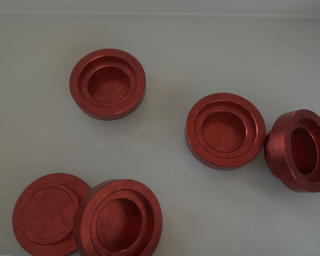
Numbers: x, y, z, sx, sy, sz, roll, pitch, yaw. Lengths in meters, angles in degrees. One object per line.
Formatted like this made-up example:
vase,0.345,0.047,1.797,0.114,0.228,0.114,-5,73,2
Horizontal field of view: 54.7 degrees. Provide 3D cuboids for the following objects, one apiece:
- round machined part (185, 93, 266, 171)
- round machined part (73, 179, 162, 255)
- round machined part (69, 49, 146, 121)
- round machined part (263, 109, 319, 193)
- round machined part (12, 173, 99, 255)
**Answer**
round machined part,0.081,0.007,0.399,0.099,0.042,0.098,0,70,0
round machined part,-0.049,0.106,0.345,0.099,0.042,0.097,6,79,-34
round machined part,-0.068,-0.055,0.420,0.099,0.042,0.098,0,70,-1
round machined part,0.165,0.029,0.377,0.099,0.042,0.098,7,77,-31
round machined part,-0.124,0.101,0.362,0.099,0.042,0.098,0,70,-1
